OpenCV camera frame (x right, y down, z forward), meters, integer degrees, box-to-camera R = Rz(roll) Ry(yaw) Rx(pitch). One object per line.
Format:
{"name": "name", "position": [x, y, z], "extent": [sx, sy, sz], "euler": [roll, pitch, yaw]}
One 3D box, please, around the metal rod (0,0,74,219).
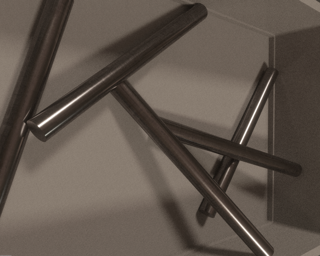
{"name": "metal rod", "position": [-0.138, 0.006, 0.291], "extent": [0.025, 0.025, 0.299], "euler": [23, 75, -38]}

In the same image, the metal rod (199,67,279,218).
{"name": "metal rod", "position": [0.142, 0.012, 0.528], "extent": [0.025, 0.025, 0.300], "euler": [46, 62, -31]}

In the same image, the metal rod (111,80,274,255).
{"name": "metal rod", "position": [0.048, 0.061, 0.396], "extent": [0.300, 0.025, 0.025], "euler": [49, 60, -11]}

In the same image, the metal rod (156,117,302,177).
{"name": "metal rod", "position": [0.118, 0.036, 0.479], "extent": [0.302, 0.025, 0.025], "euler": [18, 79, -30]}

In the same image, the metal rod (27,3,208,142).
{"name": "metal rod", "position": [-0.027, -0.084, 0.371], "extent": [0.301, 0.025, 0.025], "euler": [-45, 118, -35]}
